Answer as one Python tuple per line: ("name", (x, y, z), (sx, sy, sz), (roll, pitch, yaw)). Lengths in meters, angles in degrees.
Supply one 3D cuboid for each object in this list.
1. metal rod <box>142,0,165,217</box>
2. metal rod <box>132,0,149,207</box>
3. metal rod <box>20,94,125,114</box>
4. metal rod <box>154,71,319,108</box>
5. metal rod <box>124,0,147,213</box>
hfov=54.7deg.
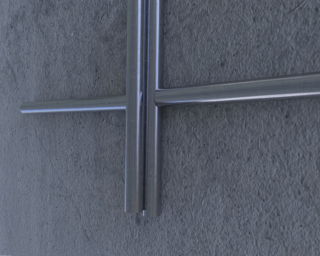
("metal rod", (-0.009, -0.033, 0.413), (0.025, 0.025, 0.298), (2, 91, 39))
("metal rod", (-0.028, -0.039, 0.428), (0.025, 0.025, 0.298), (2, 91, 39))
("metal rod", (-0.154, -0.038, 0.530), (0.300, 0.025, 0.025), (1, 91, 39))
("metal rod", (0.117, -0.040, 0.309), (0.300, 0.025, 0.025), (0, 90, 39))
("metal rod", (-0.032, -0.041, 0.405), (0.025, 0.025, 0.298), (2, 91, 39))
